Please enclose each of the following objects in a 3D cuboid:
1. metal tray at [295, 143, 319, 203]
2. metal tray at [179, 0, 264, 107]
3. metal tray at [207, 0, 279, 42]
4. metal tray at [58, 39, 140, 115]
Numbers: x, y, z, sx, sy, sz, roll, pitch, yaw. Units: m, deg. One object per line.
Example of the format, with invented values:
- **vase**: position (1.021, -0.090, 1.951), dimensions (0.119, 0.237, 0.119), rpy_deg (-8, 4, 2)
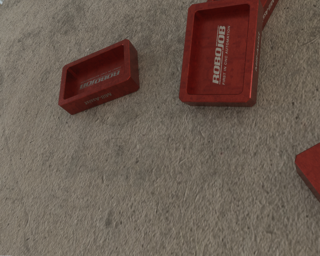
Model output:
- **metal tray**: position (0.193, 0.059, 0.263), dimensions (0.090, 0.030, 0.130), rpy_deg (-31, 52, 8)
- **metal tray**: position (0.076, -0.093, 0.389), dimensions (0.090, 0.030, 0.129), rpy_deg (3, 84, 29)
- **metal tray**: position (0.111, -0.171, 0.446), dimensions (0.090, 0.030, 0.130), rpy_deg (20, 72, 35)
- **metal tray**: position (-0.099, -0.082, 0.503), dimensions (0.130, 0.030, 0.090), rpy_deg (-18, 55, 17)
